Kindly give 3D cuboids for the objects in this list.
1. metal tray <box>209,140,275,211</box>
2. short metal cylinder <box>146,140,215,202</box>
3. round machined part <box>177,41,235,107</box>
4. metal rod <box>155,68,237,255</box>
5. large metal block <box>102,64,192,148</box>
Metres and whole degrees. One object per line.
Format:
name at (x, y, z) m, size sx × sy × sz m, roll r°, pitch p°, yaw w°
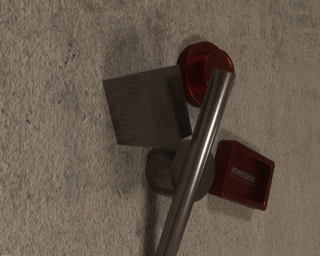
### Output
metal tray at (0.141, 0.082, 0.523) m, size 0.131 × 0.030 × 0.090 m, roll 26°, pitch 74°, yaw -37°
short metal cylinder at (0.028, 0.055, 0.414) m, size 0.081 × 0.050 × 0.079 m, roll 0°, pitch 90°, yaw -40°
round machined part at (0.074, -0.079, 0.458) m, size 0.099 × 0.042 × 0.097 m, roll 0°, pitch 90°, yaw -40°
metal rod at (0.029, 0.079, 0.363) m, size 0.025 × 0.025 × 0.298 m, roll 2°, pitch 110°, yaw -40°
large metal block at (-0.016, -0.024, 0.357) m, size 0.050 × 0.080 × 0.079 m, roll -20°, pitch 103°, yaw -39°
